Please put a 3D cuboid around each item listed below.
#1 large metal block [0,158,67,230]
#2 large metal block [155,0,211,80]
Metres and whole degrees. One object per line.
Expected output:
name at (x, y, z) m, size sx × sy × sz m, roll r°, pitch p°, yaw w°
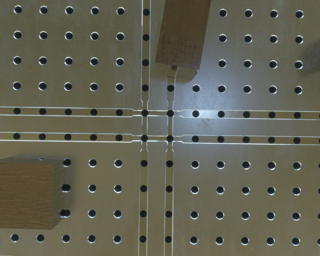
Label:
large metal block at (-0.170, 0.082, 0.400) m, size 0.080 × 0.050 × 0.080 m, roll 2°, pitch 90°, yaw 0°
large metal block at (0.026, -0.109, 0.386) m, size 0.050 × 0.080 × 0.080 m, roll 10°, pitch 90°, yaw 0°
